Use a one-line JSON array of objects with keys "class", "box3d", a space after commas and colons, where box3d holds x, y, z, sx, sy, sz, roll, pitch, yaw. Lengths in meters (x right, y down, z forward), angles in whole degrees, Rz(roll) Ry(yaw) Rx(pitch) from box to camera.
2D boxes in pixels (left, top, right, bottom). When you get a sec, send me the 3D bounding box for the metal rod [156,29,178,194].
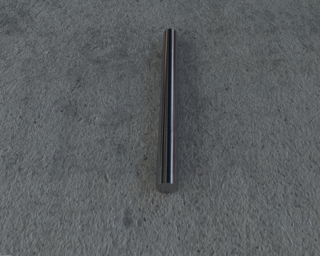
[{"class": "metal rod", "box3d": [0.013, -0.047, 0.443, 0.025, 0.025, 0.300, 2, 50, 1]}]
